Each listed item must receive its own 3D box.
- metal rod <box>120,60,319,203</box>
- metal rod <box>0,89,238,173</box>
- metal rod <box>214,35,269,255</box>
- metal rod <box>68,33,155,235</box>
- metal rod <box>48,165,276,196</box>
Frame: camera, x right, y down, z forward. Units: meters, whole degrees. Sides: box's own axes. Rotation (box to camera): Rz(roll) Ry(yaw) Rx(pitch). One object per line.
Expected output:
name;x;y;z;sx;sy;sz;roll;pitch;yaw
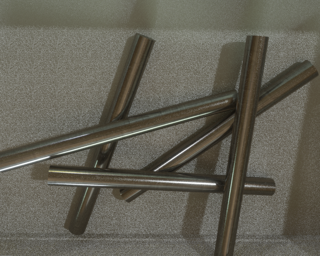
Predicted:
metal rod;0.069;0.011;0.415;0.300;0.025;0.025;-36;106;12
metal rod;-0.047;0.002;0.385;0.302;0.025;0.025;-15;110;-5
metal rod;0.100;0.038;0.392;0.025;0.025;0.298;5;104;-2
metal rod;-0.071;0.022;0.418;0.025;0.025;0.298;20;109;-7
metal rod;0.012;0.071;0.411;0.302;0.025;0.025;5;110;-13
